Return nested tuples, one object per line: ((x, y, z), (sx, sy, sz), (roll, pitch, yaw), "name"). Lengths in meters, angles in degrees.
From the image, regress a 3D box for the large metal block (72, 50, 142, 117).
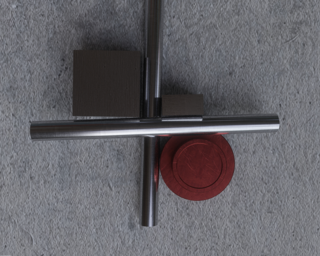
((-0.064, -0.054, 0.397), (0.081, 0.050, 0.079), (1, 90, -1), "large metal block")

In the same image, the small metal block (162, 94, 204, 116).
((0.028, -0.028, 0.399), (0.050, 0.050, 0.025), (-1, 90, -1), "small metal block")

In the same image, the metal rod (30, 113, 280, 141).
((-0.002, -0.001, 0.386), (0.302, 0.025, 0.025), (-2, 90, -5), "metal rod")

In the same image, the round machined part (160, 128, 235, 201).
((0.049, 0.047, 0.402), (0.099, 0.042, 0.097), (0, 90, -1), "round machined part")

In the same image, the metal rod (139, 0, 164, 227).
((-0.011, -0.022, 0.411), (0.025, 0.025, 0.298), (2, 90, -1), "metal rod")
